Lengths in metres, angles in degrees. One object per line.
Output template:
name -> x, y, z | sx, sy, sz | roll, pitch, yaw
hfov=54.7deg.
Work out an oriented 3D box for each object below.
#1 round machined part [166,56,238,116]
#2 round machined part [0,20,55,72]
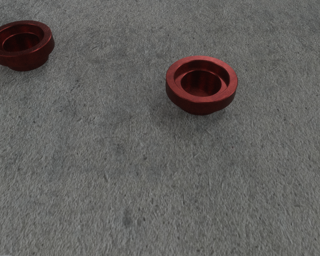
round machined part -> 0.057, -0.056, 0.439 | 0.099, 0.042, 0.098 | 0, 50, 0
round machined part -> -0.220, -0.129, 0.499 | 0.099, 0.042, 0.098 | 0, 50, 0
